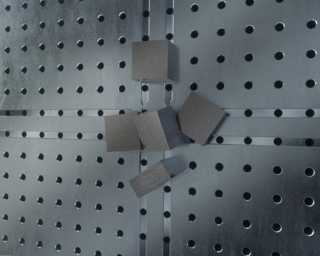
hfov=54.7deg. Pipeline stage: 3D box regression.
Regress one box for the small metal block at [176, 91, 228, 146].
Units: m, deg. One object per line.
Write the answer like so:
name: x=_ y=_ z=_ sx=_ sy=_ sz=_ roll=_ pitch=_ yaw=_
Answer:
small metal block: x=0.050 y=-0.012 z=0.394 sx=0.050 sy=0.025 sz=0.050 roll=36 pitch=101 yaw=16

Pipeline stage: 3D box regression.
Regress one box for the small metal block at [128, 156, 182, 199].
small metal block: x=-0.005 y=0.063 z=0.400 sx=0.050 sy=0.050 sz=0.025 roll=-35 pitch=79 yaw=16

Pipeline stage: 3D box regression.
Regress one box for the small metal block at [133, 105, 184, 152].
small metal block: x=-0.003 y=0.002 z=0.396 sx=0.050 sy=0.025 sz=0.050 roll=-9 pitch=102 yaw=50

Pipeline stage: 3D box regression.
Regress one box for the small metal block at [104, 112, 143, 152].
small metal block: x=-0.047 y=0.006 z=0.428 sx=0.050 sy=0.025 sz=0.050 roll=-5 pitch=88 yaw=19

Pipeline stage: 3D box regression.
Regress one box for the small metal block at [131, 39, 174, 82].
small metal block: x=-0.009 y=-0.089 z=0.415 sx=0.050 sy=0.025 sz=0.050 roll=1 pitch=91 yaw=19
